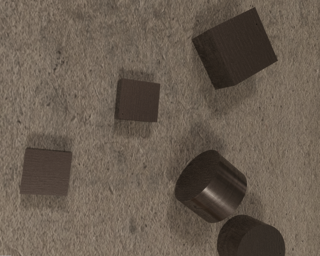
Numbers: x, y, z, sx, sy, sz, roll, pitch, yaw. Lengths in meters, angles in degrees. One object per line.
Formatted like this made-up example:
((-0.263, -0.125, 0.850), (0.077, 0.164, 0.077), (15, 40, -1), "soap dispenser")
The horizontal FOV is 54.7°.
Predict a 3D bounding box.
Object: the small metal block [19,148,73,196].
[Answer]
((-0.132, 0.051, 0.361), (0.050, 0.025, 0.050), (8, 88, -20), "small metal block")

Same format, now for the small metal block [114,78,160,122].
((-0.029, -0.034, 0.399), (0.050, 0.025, 0.050), (5, 88, -20), "small metal block")

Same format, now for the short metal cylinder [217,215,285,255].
((0.130, 0.172, 0.446), (0.081, 0.050, 0.079), (0, 90, -21), "short metal cylinder")

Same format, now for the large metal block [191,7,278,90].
((0.105, -0.110, 0.436), (0.080, 0.050, 0.080), (-30, 100, -18), "large metal block")

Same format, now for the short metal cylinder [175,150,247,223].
((0.065, 0.075, 0.405), (0.050, 0.080, 0.080), (40, 77, -16), "short metal cylinder")
